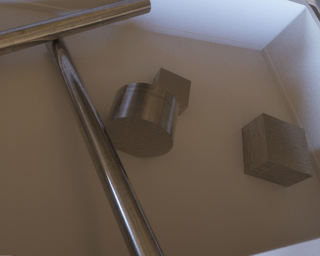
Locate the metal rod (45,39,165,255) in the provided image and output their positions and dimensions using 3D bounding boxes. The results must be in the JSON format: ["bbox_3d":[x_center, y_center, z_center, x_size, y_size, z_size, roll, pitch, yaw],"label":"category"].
[{"bbox_3d":[-0.071,0.000,0.323,0.025,0.025,0.299,-8,52,-32],"label":"metal rod"}]

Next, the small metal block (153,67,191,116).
[{"bbox_3d":[0.015,-0.052,0.447,0.050,0.025,0.050,22,53,-16],"label":"small metal block"}]

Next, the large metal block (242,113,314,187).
[{"bbox_3d":[0.173,0.034,0.465,0.081,0.050,0.080,19,54,-18],"label":"large metal block"}]

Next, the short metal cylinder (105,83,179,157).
[{"bbox_3d":[-0.021,-0.007,0.365,0.080,0.080,0.050,23,54,-15],"label":"short metal cylinder"}]

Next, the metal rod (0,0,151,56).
[{"bbox_3d":[-0.137,-0.117,0.374,0.302,0.025,0.025,-28,78,-30],"label":"metal rod"}]
